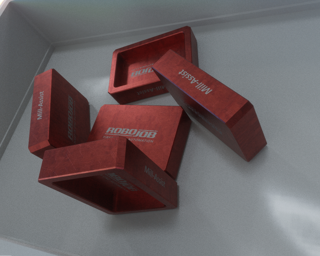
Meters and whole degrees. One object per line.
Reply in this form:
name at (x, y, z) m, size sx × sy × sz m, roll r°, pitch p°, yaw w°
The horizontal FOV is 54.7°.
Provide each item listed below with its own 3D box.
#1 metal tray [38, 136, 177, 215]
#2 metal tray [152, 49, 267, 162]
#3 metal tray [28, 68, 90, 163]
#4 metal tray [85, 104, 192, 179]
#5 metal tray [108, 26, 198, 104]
metal tray at (-0.046, 0.057, 0.323) m, size 0.090 × 0.130 × 0.030 m, roll -12°, pitch 58°, yaw 21°
metal tray at (0.054, -0.026, 0.348) m, size 0.030 × 0.090 × 0.130 m, roll -45°, pitch 51°, yaw -2°
metal tray at (-0.137, -0.009, 0.436) m, size 0.030 × 0.090 × 0.130 m, roll -22°, pitch 54°, yaw 14°
metal tray at (-0.033, 0.015, 0.405) m, size 0.130 × 0.030 × 0.090 m, roll 4°, pitch 63°, yaw 29°
metal tray at (-0.010, -0.092, 0.461) m, size 0.130 × 0.030 × 0.090 m, roll -12°, pitch 57°, yaw 21°
